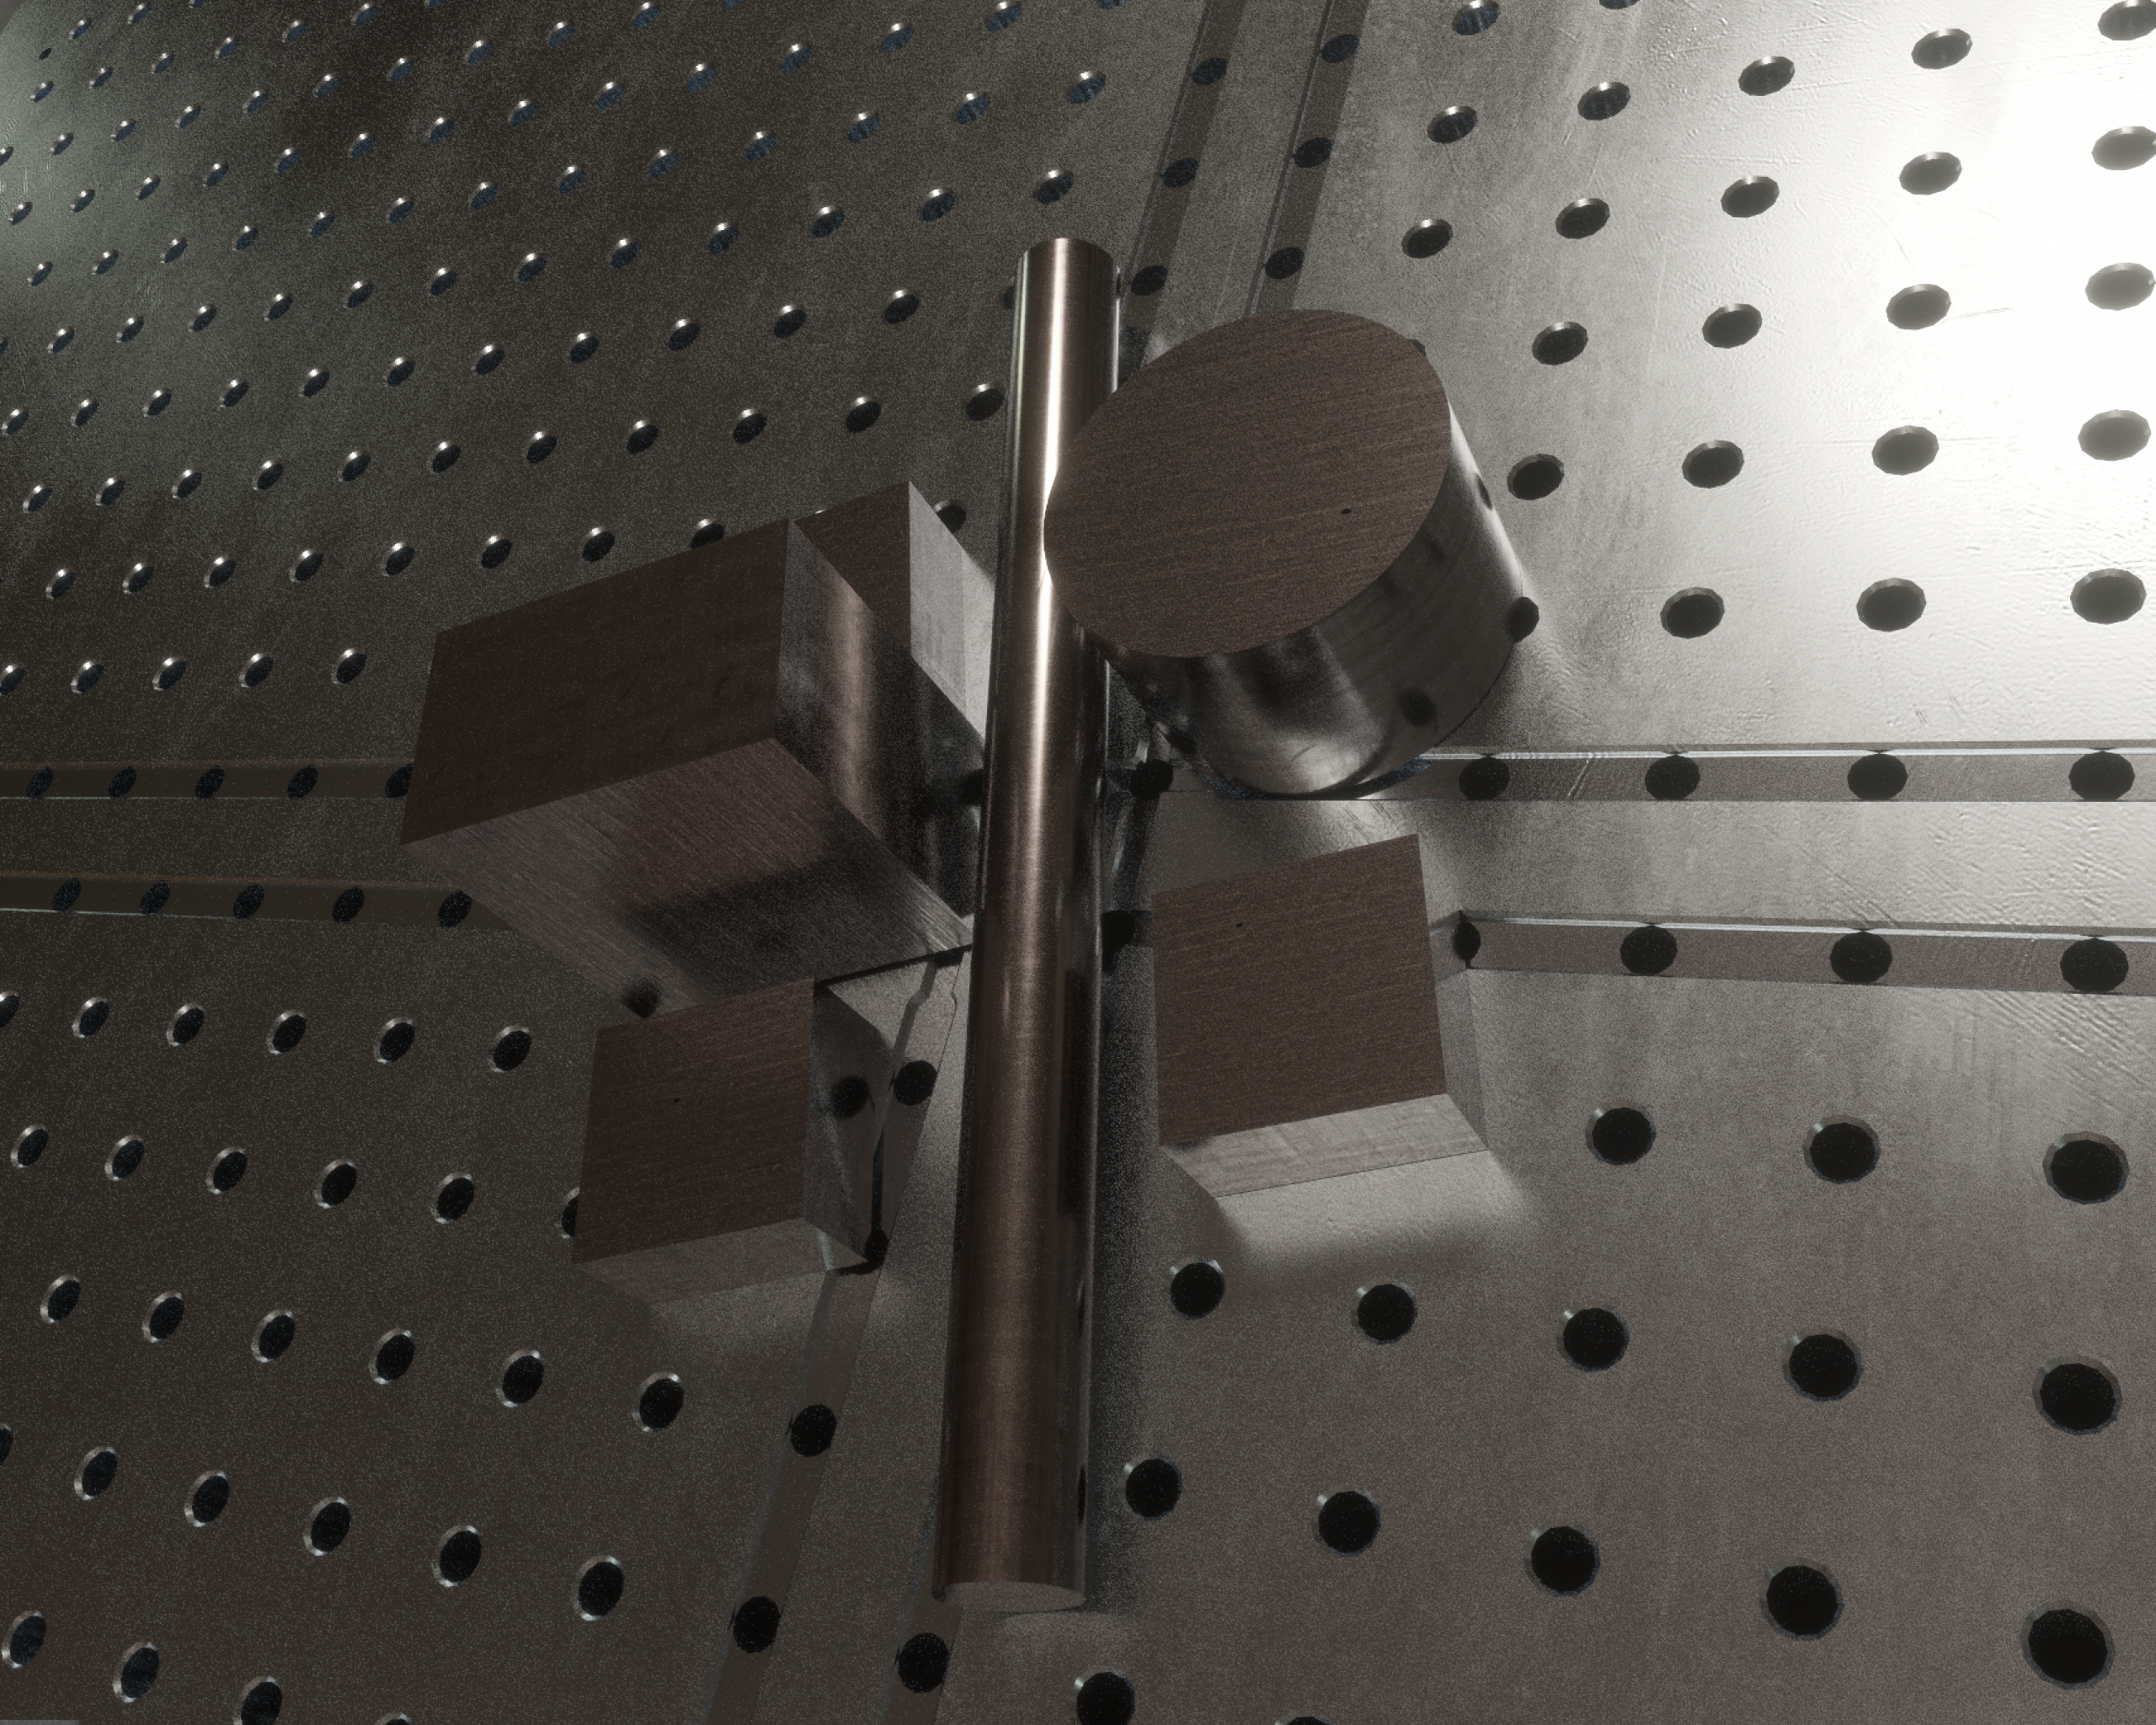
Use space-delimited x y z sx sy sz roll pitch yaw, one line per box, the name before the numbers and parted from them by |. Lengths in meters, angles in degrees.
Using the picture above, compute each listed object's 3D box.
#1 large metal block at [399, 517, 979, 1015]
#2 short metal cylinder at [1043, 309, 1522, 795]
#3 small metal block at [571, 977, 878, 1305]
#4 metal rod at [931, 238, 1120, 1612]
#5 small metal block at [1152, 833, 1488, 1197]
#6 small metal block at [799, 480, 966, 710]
large metal block | -0.073 -0.015 0.417 0.080 0.080 0.050 -14 56 20
short metal cylinder | 0.040 -0.060 0.406 0.080 0.050 0.080 -13 56 20
small metal block | -0.068 0.055 0.409 0.050 0.025 0.050 -14 56 19
metal rod | -0.007 -0.009 0.416 0.025 0.025 0.299 -12 57 21
small metal block | 0.042 0.027 0.368 0.050 0.025 0.050 -14 56 20
small metal block | -0.054 -0.051 0.466 0.050 0.025 0.050 -16 55 18
